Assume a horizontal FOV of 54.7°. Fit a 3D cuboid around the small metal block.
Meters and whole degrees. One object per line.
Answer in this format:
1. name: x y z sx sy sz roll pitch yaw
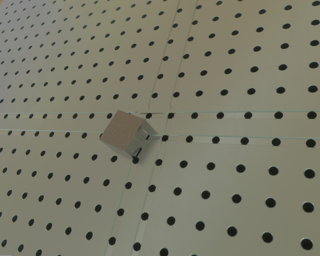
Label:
1. small metal block: -0.047 0.008 0.427 0.050 0.025 0.050 20 72 35
